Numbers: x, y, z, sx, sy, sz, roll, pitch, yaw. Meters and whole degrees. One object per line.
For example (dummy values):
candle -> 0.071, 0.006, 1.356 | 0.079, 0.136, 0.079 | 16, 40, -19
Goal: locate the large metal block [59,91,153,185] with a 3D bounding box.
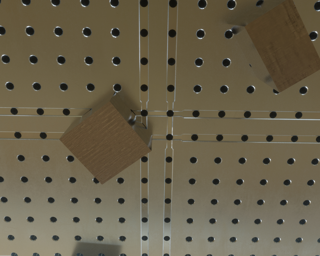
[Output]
large metal block -> -0.067, 0.012, 0.404 | 0.080, 0.050, 0.080 | -35, 107, 12

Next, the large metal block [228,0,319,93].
large metal block -> 0.126, -0.095, 0.350 | 0.050, 0.080, 0.080 | -31, 107, 11
